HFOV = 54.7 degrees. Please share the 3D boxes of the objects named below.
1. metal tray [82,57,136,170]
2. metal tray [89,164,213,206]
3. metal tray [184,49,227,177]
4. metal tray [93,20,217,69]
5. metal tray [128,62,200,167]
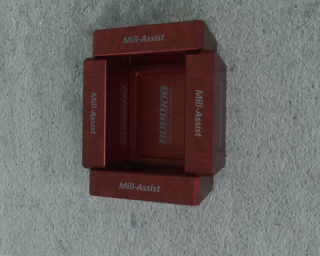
[{"bbox_3d":[-0.060,-0.017,0.395,0.030,0.090,0.129,1,90,20],"label":"metal tray"},{"bbox_3d":[-0.007,0.063,0.377,0.130,0.090,0.030,1,91,19],"label":"metal tray"},{"bbox_3d":[0.055,-0.015,0.355,0.030,0.090,0.129,1,90,20],"label":"metal tray"},{"bbox_3d":[-0.003,-0.096,0.375,0.130,0.090,0.030,1,91,19],"label":"metal tray"},{"bbox_3d":[0.007,-0.017,0.404,0.090,0.030,0.129,1,90,19],"label":"metal tray"}]
